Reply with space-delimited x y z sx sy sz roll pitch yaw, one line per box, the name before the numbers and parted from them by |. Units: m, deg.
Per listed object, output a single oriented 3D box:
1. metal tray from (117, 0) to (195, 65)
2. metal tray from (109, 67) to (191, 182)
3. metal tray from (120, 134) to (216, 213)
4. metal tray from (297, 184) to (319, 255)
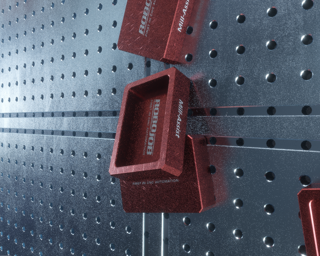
metal tray | -0.003 -0.157 0.407 0.090 0.030 0.129 25 105 37
metal tray | -0.012 -0.003 0.382 0.090 0.030 0.130 -13 59 38
metal tray | 0.002 0.062 0.402 0.130 0.030 0.089 -13 82 39
metal tray | 0.189 0.091 0.249 0.130 0.030 0.089 -11 83 39
